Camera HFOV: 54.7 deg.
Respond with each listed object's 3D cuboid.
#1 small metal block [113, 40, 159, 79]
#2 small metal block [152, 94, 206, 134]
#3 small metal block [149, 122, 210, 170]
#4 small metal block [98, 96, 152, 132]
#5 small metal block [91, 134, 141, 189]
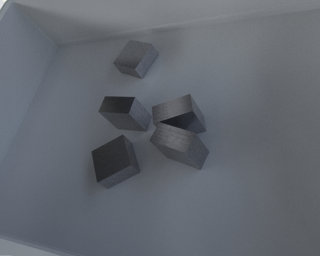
[{"bbox_3d":[-0.038,-0.110,0.494,0.050,0.025,0.050,22,73,36],"label":"small metal block"},{"bbox_3d":[0.024,-0.011,0.384,0.050,0.050,0.025,-18,55,18],"label":"small metal block"},{"bbox_3d":[0.024,0.022,0.364,0.050,0.050,0.025,17,71,35],"label":"small metal block"},{"bbox_3d":[-0.047,-0.019,0.426,0.050,0.050,0.025,4,64,30],"label":"small metal block"},{"bbox_3d":[-0.059,0.045,0.409,0.050,0.025,0.050,-28,52,10],"label":"small metal block"}]
